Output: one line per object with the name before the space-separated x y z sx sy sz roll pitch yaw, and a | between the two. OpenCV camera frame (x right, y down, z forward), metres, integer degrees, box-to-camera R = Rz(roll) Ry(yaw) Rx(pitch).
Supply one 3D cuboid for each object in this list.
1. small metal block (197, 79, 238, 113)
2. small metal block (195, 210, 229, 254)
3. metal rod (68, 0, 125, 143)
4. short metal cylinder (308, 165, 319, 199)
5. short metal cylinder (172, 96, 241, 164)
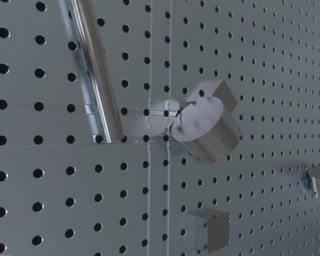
small metal block | 0.090 -0.040 0.485 0.050 0.025 0.050 -52 120 -27
small metal block | 0.081 0.159 0.478 0.050 0.025 0.050 -1 91 -40
metal rod | -0.085 -0.130 0.337 0.025 0.025 0.298 -21 103 -38
short metal cylinder | 0.379 0.119 0.692 0.081 0.080 0.050 -25 106 -37
short metal cylinder | 0.063 0.003 0.427 0.050 0.080 0.080 47 62 -30
